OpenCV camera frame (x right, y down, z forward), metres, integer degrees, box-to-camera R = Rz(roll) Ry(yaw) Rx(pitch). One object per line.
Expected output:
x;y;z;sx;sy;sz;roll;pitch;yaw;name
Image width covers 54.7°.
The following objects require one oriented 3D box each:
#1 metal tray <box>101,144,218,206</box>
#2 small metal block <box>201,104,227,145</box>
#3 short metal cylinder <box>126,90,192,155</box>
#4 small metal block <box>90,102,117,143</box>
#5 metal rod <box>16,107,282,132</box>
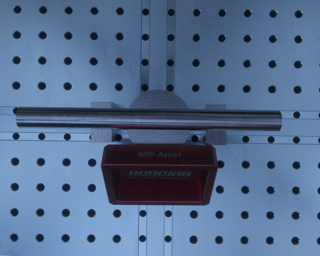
-0.001;0.060;0.383;0.131;0.089;0.030;0;47;0;metal tray
0.068;-0.004;0.401;0.025;0.050;0.050;-1;90;0;small metal block
-0.002;-0.007;0.400;0.081;0.050;0.080;0;90;0;short metal cylinder
-0.071;-0.007;0.400;0.025;0.050;0.050;-1;90;0;small metal block
-0.012;-0.010;0.363;0.302;0.025;0.025;1;90;0;metal rod
